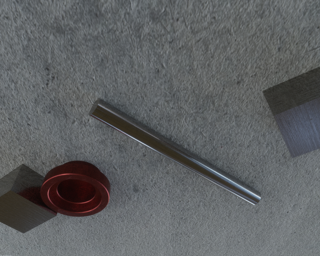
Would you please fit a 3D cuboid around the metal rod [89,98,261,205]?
[{"bbox_3d":[0.037,0.044,0.445,0.301,0.025,0.025,31,123,-24],"label":"metal rod"}]

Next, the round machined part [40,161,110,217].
[{"bbox_3d":[-0.124,0.087,0.467,0.099,0.042,0.097,-1,129,-2],"label":"round machined part"}]

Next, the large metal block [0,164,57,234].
[{"bbox_3d":[-0.214,0.112,0.483,0.080,0.050,0.080,-31,124,23],"label":"large metal block"}]

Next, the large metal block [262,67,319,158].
[{"bbox_3d":[0.183,-0.019,0.377,0.080,0.050,0.080,-24,127,18],"label":"large metal block"}]
